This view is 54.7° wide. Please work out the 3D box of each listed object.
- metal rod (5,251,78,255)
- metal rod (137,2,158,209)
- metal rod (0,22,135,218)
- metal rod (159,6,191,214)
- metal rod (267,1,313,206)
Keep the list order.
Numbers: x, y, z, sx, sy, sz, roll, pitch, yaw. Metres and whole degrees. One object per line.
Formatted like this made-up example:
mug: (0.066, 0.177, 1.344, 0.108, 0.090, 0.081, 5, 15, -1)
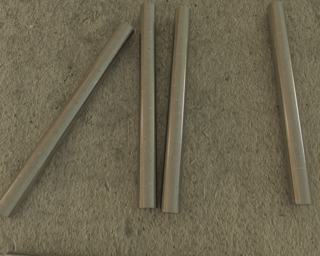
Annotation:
metal rod: (-0.022, 0.163, 0.348, 0.302, 0.025, 0.025, 4, 70, 1)
metal rod: (-0.017, -0.044, 0.423, 0.025, 0.025, 0.299, 0, 70, -1)
metal rod: (-0.118, -0.023, 0.415, 0.025, 0.025, 0.300, 26, 72, 9)
metal rod: (0.023, -0.038, 0.422, 0.025, 0.025, 0.299, 4, 70, 1)
metal rod: (0.175, -0.047, 0.427, 0.025, 0.025, 0.299, 1, 70, 0)
